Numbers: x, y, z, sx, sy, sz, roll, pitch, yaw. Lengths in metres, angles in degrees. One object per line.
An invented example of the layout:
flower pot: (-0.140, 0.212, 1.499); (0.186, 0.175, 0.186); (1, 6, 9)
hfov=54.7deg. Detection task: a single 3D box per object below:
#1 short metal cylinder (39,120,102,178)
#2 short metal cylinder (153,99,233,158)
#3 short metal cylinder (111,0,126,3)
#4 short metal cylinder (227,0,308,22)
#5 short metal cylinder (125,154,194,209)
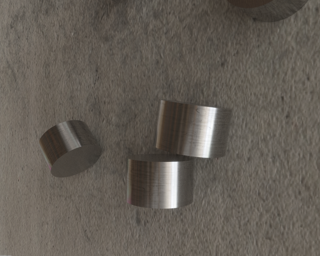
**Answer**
short metal cylinder: (-0.139, 0.033, 0.481); (0.080, 0.081, 0.050); (-49, 61, 28)
short metal cylinder: (0.035, -0.001, 0.339); (0.080, 0.081, 0.050); (13, 99, 39)
short metal cylinder: (-0.063, -0.219, 0.419); (0.050, 0.081, 0.080); (-39, 67, 33)
short metal cylinder: (0.105, -0.150, 0.301); (0.080, 0.050, 0.079); (0, 90, 39)
short metal cylinder: (0.000, 0.060, 0.368); (0.080, 0.081, 0.050); (2, 92, 39)
